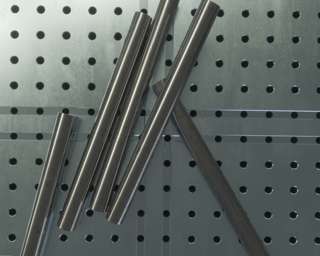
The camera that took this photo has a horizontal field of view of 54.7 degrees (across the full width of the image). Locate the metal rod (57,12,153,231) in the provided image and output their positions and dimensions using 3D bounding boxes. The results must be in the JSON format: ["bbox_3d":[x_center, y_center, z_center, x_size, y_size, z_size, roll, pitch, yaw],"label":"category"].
[{"bbox_3d":[-0.073,-0.009,0.412,0.025,0.025,0.299,20,90,-1],"label":"metal rod"}]

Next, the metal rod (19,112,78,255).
[{"bbox_3d":[-0.161,0.126,0.411,0.025,0.025,0.298,15,90,-1],"label":"metal rod"}]

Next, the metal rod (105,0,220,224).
[{"bbox_3d":[0.000,-0.013,0.391,0.025,0.025,0.298,24,99,-1],"label":"metal rod"}]

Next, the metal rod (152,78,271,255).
[{"bbox_3d":[0.074,0.068,0.414,0.025,0.025,0.299,-30,90,0],"label":"metal rod"}]

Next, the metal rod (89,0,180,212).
[{"bbox_3d":[-0.034,-0.034,0.412,0.025,0.025,0.298,19,90,-1],"label":"metal rod"}]
